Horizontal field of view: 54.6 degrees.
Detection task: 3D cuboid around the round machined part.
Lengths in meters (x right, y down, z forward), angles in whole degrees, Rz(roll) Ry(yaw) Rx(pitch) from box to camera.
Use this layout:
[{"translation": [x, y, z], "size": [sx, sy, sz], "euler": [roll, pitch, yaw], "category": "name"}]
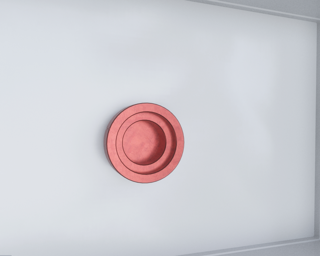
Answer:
[{"translation": [-0.023, 0.018, 0.393], "size": [0.099, 0.042, 0.097], "euler": [0, 90, -20], "category": "round machined part"}]
